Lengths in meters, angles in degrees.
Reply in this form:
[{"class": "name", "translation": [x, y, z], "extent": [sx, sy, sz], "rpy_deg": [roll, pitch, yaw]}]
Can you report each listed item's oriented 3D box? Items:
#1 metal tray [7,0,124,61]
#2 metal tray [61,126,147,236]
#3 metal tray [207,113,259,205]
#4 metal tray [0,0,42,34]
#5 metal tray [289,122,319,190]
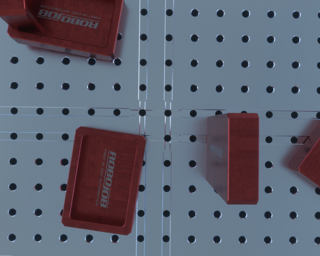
[{"class": "metal tray", "translation": [-0.118, -0.145, 0.400], "extent": [0.131, 0.030, 0.089], "rpy_deg": [10, 88, -7]}, {"class": "metal tray", "translation": [-0.072, 0.068, 0.409], "extent": [0.091, 0.030, 0.129], "rpy_deg": [9, 90, -1]}, {"class": "metal tray", "translation": [0.080, 0.030, 0.362], "extent": [0.030, 0.130, 0.089], "rpy_deg": [0, 90, 0]}, {"class": "metal tray", "translation": [-0.171, -0.187, 0.377], "extent": [0.030, 0.090, 0.129], "rpy_deg": [-5, 90, -7]}, {"class": "metal tray", "translation": [0.255, 0.055, 0.414], "extent": [0.130, 0.030, 0.090], "rpy_deg": [36, 90, -1]}]
